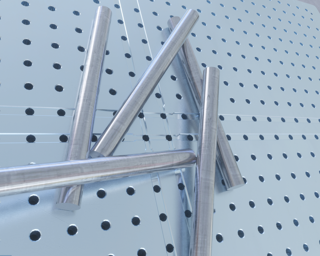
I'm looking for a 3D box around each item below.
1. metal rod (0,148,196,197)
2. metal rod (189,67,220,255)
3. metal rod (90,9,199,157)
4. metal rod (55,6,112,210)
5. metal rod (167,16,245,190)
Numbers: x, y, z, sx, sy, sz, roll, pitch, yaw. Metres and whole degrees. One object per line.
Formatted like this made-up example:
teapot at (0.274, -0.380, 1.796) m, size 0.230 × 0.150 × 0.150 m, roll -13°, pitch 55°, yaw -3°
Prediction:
metal rod at (-0.076, 0.043, 0.308) m, size 0.302 × 0.025 × 0.025 m, roll -2°, pitch 63°, yaw -41°
metal rod at (0.058, 0.046, 0.394) m, size 0.025 × 0.025 × 0.299 m, roll 18°, pitch 60°, yaw -18°
metal rod at (-0.008, -0.077, 0.433) m, size 0.025 × 0.025 × 0.301 m, roll 34°, pitch 57°, yaw -7°
metal rod at (-0.089, -0.048, 0.390) m, size 0.025 × 0.025 × 0.299 m, roll 15°, pitch 55°, yaw -20°
metal rod at (0.063, -0.052, 0.475) m, size 0.025 × 0.025 × 0.299 m, roll -2°, pitch 63°, yaw -30°
